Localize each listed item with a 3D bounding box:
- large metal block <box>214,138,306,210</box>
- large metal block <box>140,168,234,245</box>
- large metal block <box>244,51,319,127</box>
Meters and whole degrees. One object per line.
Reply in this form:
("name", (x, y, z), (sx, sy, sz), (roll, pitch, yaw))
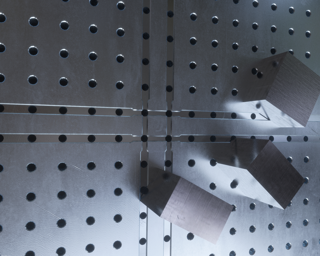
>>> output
("large metal block", (0.136, 0.060, 0.433), (0.080, 0.080, 0.050), (45, 76, -15))
("large metal block", (0.031, 0.096, 0.395), (0.080, 0.080, 0.050), (31, 80, -17))
("large metal block", (0.187, -0.055, 0.468), (0.080, 0.050, 0.080), (30, 80, -18))
